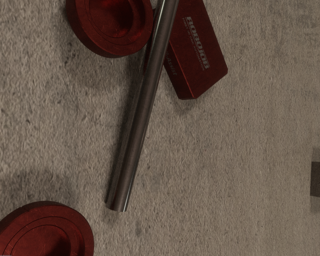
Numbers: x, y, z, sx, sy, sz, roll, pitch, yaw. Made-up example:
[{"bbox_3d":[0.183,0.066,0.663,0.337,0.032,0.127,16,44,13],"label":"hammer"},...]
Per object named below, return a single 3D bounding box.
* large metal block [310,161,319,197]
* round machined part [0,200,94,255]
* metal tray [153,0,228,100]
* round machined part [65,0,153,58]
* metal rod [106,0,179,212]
[{"bbox_3d":[0.398,0.122,0.728,0.081,0.050,0.080,8,85,-40],"label":"large metal block"},{"bbox_3d":[-0.117,0.119,0.297,0.099,0.042,0.097,0,90,-40],"label":"round machined part"},{"bbox_3d":[0.041,-0.116,0.438,0.091,0.030,0.129,-40,115,-33],"label":"metal tray"},{"bbox_3d":[-0.059,-0.127,0.346,0.099,0.042,0.097,0,90,-40],"label":"round machined part"},{"bbox_3d":[-0.015,-0.050,0.369,0.025,0.025,0.298,15,88,-39],"label":"metal rod"}]
